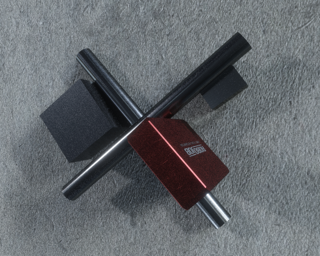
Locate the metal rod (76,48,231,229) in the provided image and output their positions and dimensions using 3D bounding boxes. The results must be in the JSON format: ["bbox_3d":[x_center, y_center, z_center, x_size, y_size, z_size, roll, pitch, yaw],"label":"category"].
[{"bbox_3d":[-0.016,0.005,0.415,0.025,0.025,0.300,-44,77,14],"label":"metal rod"}]

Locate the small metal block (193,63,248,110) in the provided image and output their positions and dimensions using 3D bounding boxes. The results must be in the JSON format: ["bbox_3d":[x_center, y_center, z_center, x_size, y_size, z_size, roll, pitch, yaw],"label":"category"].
[{"bbox_3d":[0.073,-0.057,0.384,0.050,0.025,0.050,-37,79,16],"label":"small metal block"}]

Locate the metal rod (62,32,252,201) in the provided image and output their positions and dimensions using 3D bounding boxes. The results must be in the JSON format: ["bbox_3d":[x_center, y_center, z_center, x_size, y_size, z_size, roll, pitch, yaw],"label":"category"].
[{"bbox_3d":[-0.014,-0.005,0.387,0.299,0.025,0.025,-41,78,15],"label":"metal rod"}]

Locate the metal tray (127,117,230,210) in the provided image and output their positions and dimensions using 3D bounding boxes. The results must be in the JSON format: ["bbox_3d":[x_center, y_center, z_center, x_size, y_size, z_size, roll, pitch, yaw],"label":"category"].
[{"bbox_3d":[0.027,0.032,0.343,0.030,0.130,0.090,-44,76,15],"label":"metal tray"}]

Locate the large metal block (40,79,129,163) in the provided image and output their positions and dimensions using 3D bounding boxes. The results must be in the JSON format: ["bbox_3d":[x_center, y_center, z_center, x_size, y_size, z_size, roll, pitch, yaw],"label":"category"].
[{"bbox_3d":[-0.104,-0.009,0.431,0.080,0.050,0.080,-38,78,15],"label":"large metal block"}]
